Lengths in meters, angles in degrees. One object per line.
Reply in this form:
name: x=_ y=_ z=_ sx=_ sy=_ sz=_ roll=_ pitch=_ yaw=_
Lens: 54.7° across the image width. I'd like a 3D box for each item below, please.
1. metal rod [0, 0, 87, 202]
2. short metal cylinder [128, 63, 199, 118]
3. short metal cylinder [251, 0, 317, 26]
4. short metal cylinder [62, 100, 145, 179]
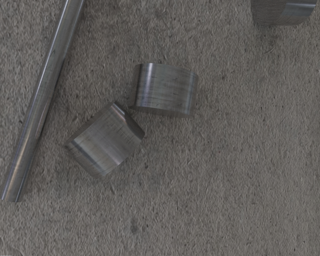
metal rod: x=-0.127 y=-0.063 z=0.362 sx=0.025 sy=0.025 sz=0.299 roll=18 pitch=84 yaw=-19
short metal cylinder: x=0.004 y=-0.044 z=0.382 sx=0.081 sy=0.080 sz=0.050 roll=10 pitch=87 yaw=-20
short metal cylinder: x=0.176 y=-0.189 z=0.445 sx=0.050 sy=0.080 sz=0.079 roll=-6 pitch=92 yaw=-20
short metal cylinder: x=-0.064 y=0.012 z=0.356 sx=0.080 sy=0.080 sz=0.050 roll=-45 pitch=104 yaw=-15
